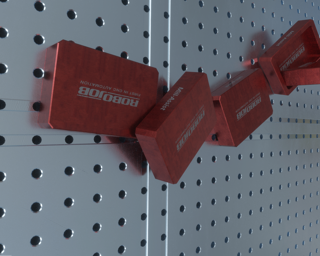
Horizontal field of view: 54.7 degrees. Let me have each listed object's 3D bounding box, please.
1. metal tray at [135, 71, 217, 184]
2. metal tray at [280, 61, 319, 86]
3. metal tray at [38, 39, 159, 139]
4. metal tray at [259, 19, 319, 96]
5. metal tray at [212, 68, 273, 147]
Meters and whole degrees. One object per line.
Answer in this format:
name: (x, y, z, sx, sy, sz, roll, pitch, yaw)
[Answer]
metal tray: (0.028, -0.003, 0.408, 0.130, 0.030, 0.090, -51, 136, -35)
metal tray: (0.298, -0.113, 0.615, 0.131, 0.090, 0.030, -24, 109, -41)
metal tray: (-0.064, -0.037, 0.354, 0.131, 0.030, 0.089, 9, 85, -40)
metal tray: (0.261, -0.137, 0.604, 0.130, 0.030, 0.090, -43, 117, -14)
metal tray: (0.138, -0.037, 0.525, 0.131, 0.030, 0.090, -34, 111, -35)
